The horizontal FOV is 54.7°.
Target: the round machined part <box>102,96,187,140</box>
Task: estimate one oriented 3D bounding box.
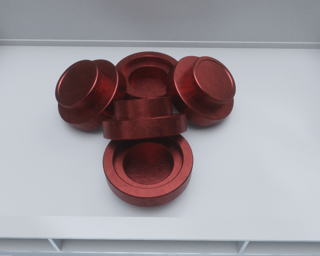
[{"bbox_3d":[-0.019,-0.014,0.366,0.099,0.098,0.042,-5,95,-4],"label":"round machined part"}]

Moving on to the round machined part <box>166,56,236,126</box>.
[{"bbox_3d":[0.061,-0.055,0.409,0.099,0.042,0.098,15,58,-26],"label":"round machined part"}]

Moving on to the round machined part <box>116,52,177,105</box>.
[{"bbox_3d":[-0.016,-0.063,0.443,0.099,0.042,0.098,0,50,0],"label":"round machined part"}]

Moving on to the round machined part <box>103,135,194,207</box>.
[{"bbox_3d":[-0.013,0.045,0.353,0.099,0.042,0.098,0,50,0],"label":"round machined part"}]

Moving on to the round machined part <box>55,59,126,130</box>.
[{"bbox_3d":[-0.097,-0.050,0.405,0.098,0.042,0.098,-13,60,24],"label":"round machined part"}]
